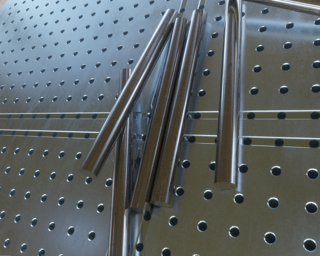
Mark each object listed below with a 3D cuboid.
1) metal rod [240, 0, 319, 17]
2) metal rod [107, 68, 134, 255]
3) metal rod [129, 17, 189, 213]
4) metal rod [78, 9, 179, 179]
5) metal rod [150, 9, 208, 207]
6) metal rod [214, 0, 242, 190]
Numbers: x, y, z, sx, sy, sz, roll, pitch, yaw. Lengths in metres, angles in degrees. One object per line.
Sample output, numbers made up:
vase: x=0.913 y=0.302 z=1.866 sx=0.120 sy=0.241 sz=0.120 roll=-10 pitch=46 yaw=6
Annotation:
metal rod: x=0.175 y=-0.162 z=0.395 sx=0.300 sy=0.025 sz=0.025 roll=27 pitch=77 yaw=31
metal rod: x=-0.048 y=0.042 z=0.409 sx=0.025 sy=0.025 sz=0.300 roll=-15 pitch=56 yaw=20
metal rod: x=0.005 y=-0.036 z=0.428 sx=0.025 sy=0.025 sz=0.300 roll=-2 pitch=61 yaw=27
metal rod: x=-0.033 y=-0.066 z=0.443 sx=0.025 sy=0.025 sz=0.300 roll=6 pitch=57 yaw=31
metal rod: x=0.031 y=-0.045 z=0.419 sx=0.025 sy=0.025 sz=0.300 roll=-1 pitch=61 yaw=28
metal rod: x=0.092 y=-0.069 z=0.402 sx=0.025 sy=0.025 sz=0.300 roll=-5 pitch=59 yaw=26
